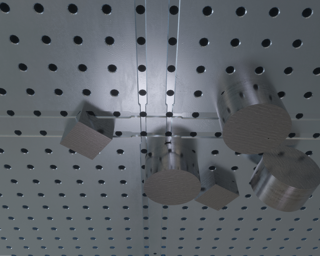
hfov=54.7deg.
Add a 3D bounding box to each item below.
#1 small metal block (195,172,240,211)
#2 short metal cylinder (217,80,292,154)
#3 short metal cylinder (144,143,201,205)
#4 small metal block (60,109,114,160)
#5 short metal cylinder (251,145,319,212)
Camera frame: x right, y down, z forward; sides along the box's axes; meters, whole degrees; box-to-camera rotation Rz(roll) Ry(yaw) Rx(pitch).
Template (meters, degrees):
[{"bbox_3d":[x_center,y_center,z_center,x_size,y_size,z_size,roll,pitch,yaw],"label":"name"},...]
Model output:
[{"bbox_3d":[0.090,0.103,0.501,0.050,0.025,0.050,28,125,-22],"label":"small metal block"},{"bbox_3d":[0.114,-0.013,0.386,0.081,0.050,0.079,0,130,0],"label":"short metal cylinder"},{"bbox_3d":[0.017,0.069,0.454,0.081,0.050,0.079,0,130,0],"label":"short metal cylinder"},{"bbox_3d":[-0.098,0.010,0.419,0.050,0.025,0.050,32,123,-24],"label":"small metal block"},{"bbox_3d":[0.176,0.070,0.437,0.081,0.080,0.050,7,130,-6],"label":"short metal cylinder"}]
